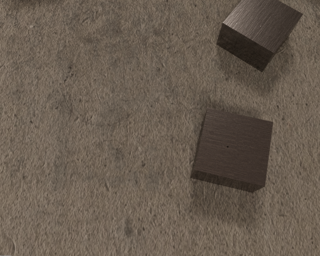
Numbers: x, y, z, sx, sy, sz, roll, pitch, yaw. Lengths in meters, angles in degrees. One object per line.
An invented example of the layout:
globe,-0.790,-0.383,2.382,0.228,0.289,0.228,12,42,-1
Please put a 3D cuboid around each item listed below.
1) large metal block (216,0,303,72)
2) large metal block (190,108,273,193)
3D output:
large metal block,0.142,-0.142,0.449,0.080,0.050,0.080,36,74,11
large metal block,0.088,0.029,0.386,0.080,0.050,0.080,13,70,4
